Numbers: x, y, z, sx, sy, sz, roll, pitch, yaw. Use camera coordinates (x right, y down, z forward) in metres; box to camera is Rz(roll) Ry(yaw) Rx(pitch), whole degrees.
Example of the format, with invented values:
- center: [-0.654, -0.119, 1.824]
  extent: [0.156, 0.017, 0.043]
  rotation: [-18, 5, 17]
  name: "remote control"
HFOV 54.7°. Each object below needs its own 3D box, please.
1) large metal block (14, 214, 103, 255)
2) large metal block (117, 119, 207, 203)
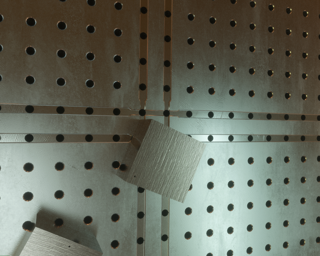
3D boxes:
- center: [-0.124, 0.157, 0.354]
  extent: [0.080, 0.050, 0.080]
  rotation: [30, 80, -18]
  name: "large metal block"
- center: [0.001, 0.041, 0.401]
  extent: [0.080, 0.050, 0.080]
  rotation: [25, 82, -19]
  name: "large metal block"
